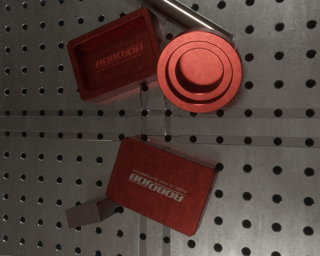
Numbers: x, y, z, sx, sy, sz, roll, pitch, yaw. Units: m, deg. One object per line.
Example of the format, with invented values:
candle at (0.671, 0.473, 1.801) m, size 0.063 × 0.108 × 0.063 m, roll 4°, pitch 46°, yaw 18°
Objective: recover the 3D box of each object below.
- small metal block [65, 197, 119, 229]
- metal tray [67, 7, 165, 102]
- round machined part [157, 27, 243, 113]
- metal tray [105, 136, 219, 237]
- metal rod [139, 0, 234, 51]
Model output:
small metal block at (-0.094, 0.116, 0.431) m, size 0.050 × 0.050 × 0.025 m, roll -18°, pitch 84°, yaw 19°
metal tray at (-0.058, -0.097, 0.429) m, size 0.130 × 0.030 × 0.090 m, roll -18°, pitch 84°, yaw 18°
round machined part at (0.048, -0.071, 0.372) m, size 0.098 × 0.042 × 0.097 m, roll 6°, pitch 119°, yaw 11°
metal tray at (0.001, 0.073, 0.409) m, size 0.130 × 0.030 × 0.089 m, roll 20°, pitch 96°, yaw 18°
metal rod at (-0.032, -0.192, 0.422) m, size 0.300 × 0.025 × 0.025 m, roll 37°, pitch 102°, yaw 15°
